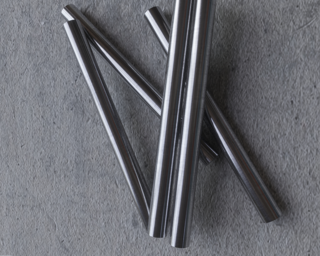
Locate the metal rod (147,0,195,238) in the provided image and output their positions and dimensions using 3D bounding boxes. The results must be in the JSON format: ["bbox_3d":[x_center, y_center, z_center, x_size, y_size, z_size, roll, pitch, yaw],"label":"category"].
[{"bbox_3d":[0.014,-0.018,0.376,0.025,0.025,0.298,7,92,20],"label":"metal rod"}]

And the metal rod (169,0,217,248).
[{"bbox_3d":[0.039,-0.009,0.367,0.025,0.025,0.298,7,92,20],"label":"metal rod"}]

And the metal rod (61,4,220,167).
[{"bbox_3d":[-0.034,-0.066,0.421,0.300,0.025,0.025,47,104,14],"label":"metal rod"}]

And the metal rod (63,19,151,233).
[{"bbox_3d":[-0.064,-0.004,0.418,0.025,0.025,0.299,-23,87,18],"label":"metal rod"}]

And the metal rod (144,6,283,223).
[{"bbox_3d":[0.061,-0.024,0.387,0.025,0.025,0.299,-32,80,17],"label":"metal rod"}]
